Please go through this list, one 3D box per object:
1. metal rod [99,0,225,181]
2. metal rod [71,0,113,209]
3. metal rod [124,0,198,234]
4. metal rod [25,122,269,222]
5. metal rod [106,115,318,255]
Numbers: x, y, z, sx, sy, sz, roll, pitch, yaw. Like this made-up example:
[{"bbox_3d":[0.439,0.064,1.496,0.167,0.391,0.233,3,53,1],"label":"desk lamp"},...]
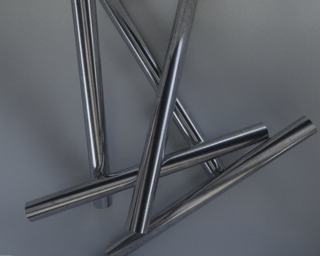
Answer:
[{"bbox_3d":[0.009,-0.048,0.411,0.025,0.025,0.299,-32,90,0],"label":"metal rod"},{"bbox_3d":[-0.077,-0.038,0.356,0.025,0.025,0.298,-1,112,0],"label":"metal rod"},{"bbox_3d":[0.006,-0.029,0.374,0.025,0.025,0.299,13,75,0],"label":"metal rod"},{"bbox_3d":[-0.011,0.052,0.379,0.302,0.025,0.025,-18,90,-5],"label":"metal rod"},{"bbox_3d":[0.057,0.081,0.389,0.300,0.025,0.025,-35,90,8],"label":"metal rod"}]
